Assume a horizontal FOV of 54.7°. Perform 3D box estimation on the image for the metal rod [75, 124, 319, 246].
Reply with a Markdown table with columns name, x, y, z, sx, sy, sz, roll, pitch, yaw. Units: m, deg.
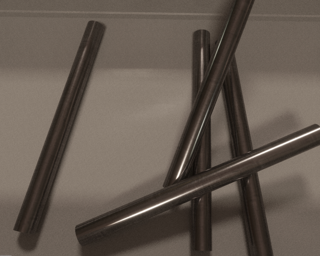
| name | x | y | z | sx | sy | sz | roll | pitch | yaw |
| --- | --- | --- | --- | --- | --- | --- | --- | --- | --- |
| metal rod | 0.047 | 0.065 | 0.359 | 0.301 | 0.025 | 0.025 | -23 | 72 | -1 |

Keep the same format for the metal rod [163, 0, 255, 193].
| name | x | y | z | sx | sy | sz | roll | pitch | yaw |
| --- | --- | --- | --- | --- | --- | --- | --- | --- | --- |
| metal rod | 0.067 | -0.063 | 0.378 | 0.025 | 0.025 | 0.298 | 21 | 92 | 7 |

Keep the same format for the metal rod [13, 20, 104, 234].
| name | x | y | z | sx | sy | sz | roll | pitch | yaw |
| --- | --- | --- | --- | --- | --- | --- | --- | --- | --- |
| metal rod | -0.128 | -0.015 | 0.413 | 0.025 | 0.025 | 0.299 | 12 | 70 | 4 |

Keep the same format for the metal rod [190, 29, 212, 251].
| name | x | y | z | sx | sy | sz | roll | pitch | yaw |
| --- | --- | --- | --- | --- | --- | --- | --- | --- | --- |
| metal rod | 0.055 | 0.001 | 0.409 | 0.025 | 0.025 | 0.299 | 3 | 70 | 1 |

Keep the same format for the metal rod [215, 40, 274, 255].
| name | x | y | z | sx | sy | sz | roll | pitch | yaw |
| --- | --- | --- | --- | --- | --- | --- | --- | --- | --- |
| metal rod | 0.106 | 0.013 | 0.406 | 0.025 | 0.025 | 0.299 | -4 | 70 | -2 |
